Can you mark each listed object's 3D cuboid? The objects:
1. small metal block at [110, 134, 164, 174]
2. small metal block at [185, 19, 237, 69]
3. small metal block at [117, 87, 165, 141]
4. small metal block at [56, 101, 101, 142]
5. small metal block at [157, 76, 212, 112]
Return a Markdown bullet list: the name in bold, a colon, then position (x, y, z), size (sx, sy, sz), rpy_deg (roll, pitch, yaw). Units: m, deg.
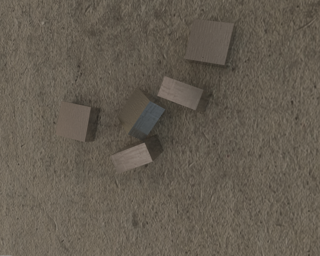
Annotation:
- **small metal block**: position (-0.029, 0.033, 0.404), size (0.050, 0.050, 0.025), rpy_deg (-22, 94, 19)
- **small metal block**: position (0.063, -0.105, 0.387), size (0.050, 0.025, 0.050), rpy_deg (14, 95, 19)
- **small metal block**: position (-0.026, -0.019, 0.404), size (0.050, 0.025, 0.050), rpy_deg (-55, 34, 11)
- **small metal block**: position (-0.119, -0.010, 0.451), size (0.050, 0.025, 0.050), rpy_deg (12, 94, 19)
- **small metal block**: position (0.032, -0.041, 0.384), size (0.050, 0.050, 0.025), rpy_deg (23, 98, 18)
